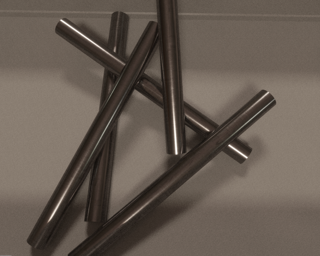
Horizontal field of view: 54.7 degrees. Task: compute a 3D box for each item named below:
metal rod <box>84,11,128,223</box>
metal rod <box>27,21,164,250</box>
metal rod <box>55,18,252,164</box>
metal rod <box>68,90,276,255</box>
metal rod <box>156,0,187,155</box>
[{"bbox_3d":[-0.069,-0.028,0.419,0.025,0.025,0.299,3,70,1],"label":"metal rod"},{"bbox_3d":[-0.073,0.003,0.376,0.025,0.025,0.299,27,84,9],"label":"metal rod"},{"bbox_3d":[-0.011,-0.051,0.409,0.301,0.025,0.025,36,74,4],"label":"metal rod"},{"bbox_3d":[0.019,0.058,0.368,0.301,0.025,0.025,-40,75,-6],"label":"metal rod"},{"bbox_3d":[0.010,-0.117,0.371,0.025,0.025,0.298,-4,95,-2],"label":"metal rod"}]
